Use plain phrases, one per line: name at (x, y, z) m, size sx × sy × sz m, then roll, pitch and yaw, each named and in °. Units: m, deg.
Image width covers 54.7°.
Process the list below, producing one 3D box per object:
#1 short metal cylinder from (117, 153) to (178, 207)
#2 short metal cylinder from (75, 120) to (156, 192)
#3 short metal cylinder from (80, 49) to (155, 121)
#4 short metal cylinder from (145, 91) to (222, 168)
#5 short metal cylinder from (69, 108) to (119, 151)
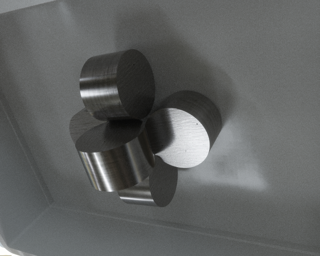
short metal cylinder at (-0.016, 0.064, 0.419) m, size 0.050 × 0.080 × 0.080 m, roll -2°, pitch 117°, yaw 29°
short metal cylinder at (-0.050, 0.028, 0.358) m, size 0.080 × 0.080 × 0.050 m, roll -1°, pitch 118°, yaw 29°
short metal cylinder at (-0.047, -0.049, 0.365) m, size 0.050 × 0.080 × 0.080 m, roll -2°, pitch 117°, yaw 29°
short metal cylinder at (0.029, 0.001, 0.375) m, size 0.080 × 0.050 × 0.079 m, roll 13°, pitch 124°, yaw 21°
short metal cylinder at (-0.078, 0.002, 0.432) m, size 0.080 × 0.050 × 0.079 m, roll 13°, pitch 124°, yaw 21°
